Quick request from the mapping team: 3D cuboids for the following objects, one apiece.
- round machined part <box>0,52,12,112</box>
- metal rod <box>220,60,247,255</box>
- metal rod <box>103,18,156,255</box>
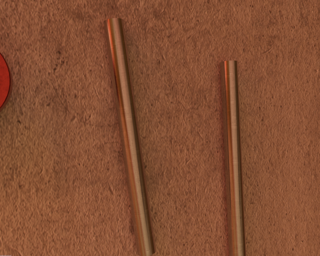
[{"bbox_3d":[-0.208,-0.049,0.323,0.099,0.042,0.097,0,90,-21],"label":"round machined part"},{"bbox_3d":[0.107,0.054,0.450,0.025,0.025,0.298,-3,91,-20],"label":"metal rod"},{"bbox_3d":[-0.038,0.014,0.395,0.025,0.025,0.298,-9,93,-20],"label":"metal rod"}]
